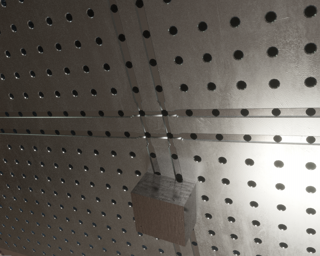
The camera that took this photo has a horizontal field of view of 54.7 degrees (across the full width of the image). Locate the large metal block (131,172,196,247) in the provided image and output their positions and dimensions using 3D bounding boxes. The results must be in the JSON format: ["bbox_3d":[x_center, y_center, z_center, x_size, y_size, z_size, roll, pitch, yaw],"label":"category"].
[{"bbox_3d":[0.008,0.120,0.464,0.080,0.050,0.079,9,123,23],"label":"large metal block"}]
